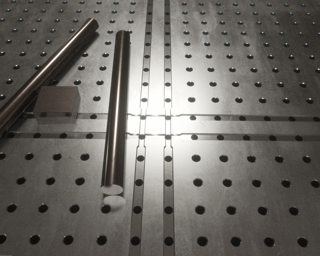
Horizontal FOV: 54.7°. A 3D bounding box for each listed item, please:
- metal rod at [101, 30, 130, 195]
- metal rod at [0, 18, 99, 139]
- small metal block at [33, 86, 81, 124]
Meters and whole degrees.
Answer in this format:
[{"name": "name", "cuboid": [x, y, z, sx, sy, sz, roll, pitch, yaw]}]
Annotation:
[{"name": "metal rod", "cuboid": [-0.059, -0.045, 0.444, 0.025, 0.025, 0.300, -1, 50, -2]}, {"name": "metal rod", "cuboid": [-0.175, -0.082, 0.473, 0.025, 0.025, 0.301, 16, 52, 12]}, {"name": "small metal block", "cuboid": [-0.142, -0.032, 0.433, 0.050, 0.025, 0.050, 0, 50, -1]}]
